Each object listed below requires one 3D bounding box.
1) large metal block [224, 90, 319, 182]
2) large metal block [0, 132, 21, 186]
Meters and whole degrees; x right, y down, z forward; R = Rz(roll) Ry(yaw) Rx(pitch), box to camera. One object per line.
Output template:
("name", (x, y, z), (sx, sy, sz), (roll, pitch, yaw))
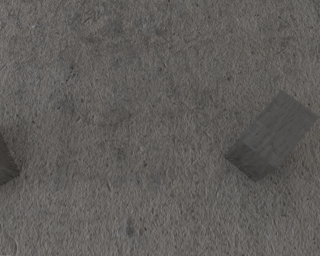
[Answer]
("large metal block", (0.130, 0.013, 0.375), (0.050, 0.080, 0.080), (41, 75, 13))
("large metal block", (-0.222, 0.027, 0.367), (0.050, 0.080, 0.080), (-30, 73, -10))
